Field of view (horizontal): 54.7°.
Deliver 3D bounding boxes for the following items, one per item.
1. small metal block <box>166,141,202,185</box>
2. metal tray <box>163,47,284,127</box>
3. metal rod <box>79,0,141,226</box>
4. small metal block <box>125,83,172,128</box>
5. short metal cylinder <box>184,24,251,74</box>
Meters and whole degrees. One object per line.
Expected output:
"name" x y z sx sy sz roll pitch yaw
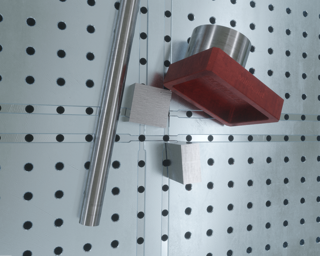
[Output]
"small metal block" 0.031 0.045 0.412 0.025 0.050 0.050 -5 92 -20
"metal tray" 0.081 -0.045 0.395 0.131 0.090 0.030 29 71 -29
"metal rod" -0.061 -0.029 0.390 0.025 0.025 0.298 11 86 -20
"small metal block" -0.016 -0.028 0.408 0.050 0.025 0.050 10 87 -20
"short metal cylinder" 0.075 -0.094 0.412 0.080 0.080 0.050 20 83 -19
